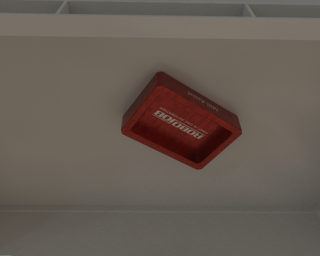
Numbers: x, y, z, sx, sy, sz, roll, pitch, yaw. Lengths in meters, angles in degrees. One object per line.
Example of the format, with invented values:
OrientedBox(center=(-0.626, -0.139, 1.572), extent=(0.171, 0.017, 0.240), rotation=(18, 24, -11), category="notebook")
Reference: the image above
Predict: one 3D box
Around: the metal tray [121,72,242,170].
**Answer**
OrientedBox(center=(0.028, -0.004, 0.402), extent=(0.131, 0.030, 0.090), rotation=(27, 125, -22), category="metal tray")
